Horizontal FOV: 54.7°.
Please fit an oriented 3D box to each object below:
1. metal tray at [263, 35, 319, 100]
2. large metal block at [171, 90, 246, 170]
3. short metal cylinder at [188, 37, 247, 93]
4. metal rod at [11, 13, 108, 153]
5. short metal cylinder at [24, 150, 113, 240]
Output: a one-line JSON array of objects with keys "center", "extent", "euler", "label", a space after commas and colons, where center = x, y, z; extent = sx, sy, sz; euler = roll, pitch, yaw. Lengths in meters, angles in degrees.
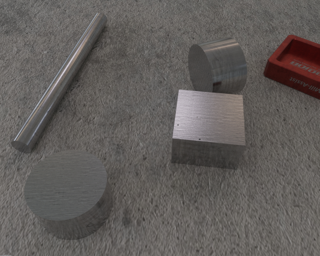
[{"center": [0.241, -0.090, 0.477], "extent": [0.130, 0.030, 0.090], "euler": [30, 56, 22], "label": "metal tray"}, {"center": [0.059, 0.001, 0.387], "extent": [0.080, 0.050, 0.080], "euler": [6, 50, 4], "label": "large metal block"}, {"center": [0.079, -0.083, 0.438], "extent": [0.050, 0.080, 0.080], "euler": [-16, 52, -13], "label": "short metal cylinder"}, {"center": [-0.140, -0.089, 0.476], "extent": [0.025, 0.025, 0.300], "euler": [9, 51, 8], "label": "metal rod"}, {"center": [-0.093, 0.070, 0.328], "extent": [0.081, 0.050, 0.080], "euler": [0, 50, 0], "label": "short metal cylinder"}]
